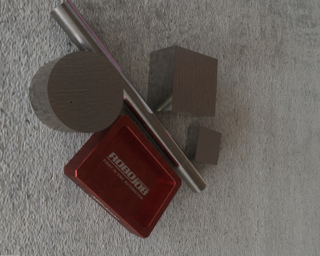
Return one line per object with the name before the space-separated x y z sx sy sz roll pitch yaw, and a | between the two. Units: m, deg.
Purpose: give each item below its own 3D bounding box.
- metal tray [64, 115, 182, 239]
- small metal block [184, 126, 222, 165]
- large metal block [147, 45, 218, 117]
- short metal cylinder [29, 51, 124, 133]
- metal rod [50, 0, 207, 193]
metal tray | -0.038 0.059 0.373 0.130 0.030 0.090 52 60 -28
small metal block | 0.064 0.027 0.463 0.050 0.025 0.050 17 79 -39
large metal block | 0.031 -0.058 0.418 0.081 0.050 0.080 6 87 -40
short metal cylinder | -0.085 -0.035 0.320 0.081 0.050 0.079 0 90 -40
metal rod | -0.023 -0.020 0.388 0.025 0.025 0.300 -53 121 -27
